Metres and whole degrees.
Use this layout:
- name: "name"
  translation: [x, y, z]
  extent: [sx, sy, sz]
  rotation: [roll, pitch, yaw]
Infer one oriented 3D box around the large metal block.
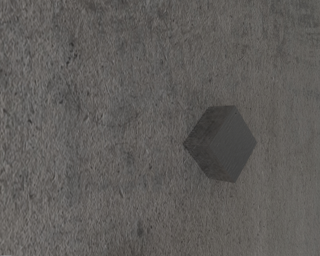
- name: "large metal block"
  translation: [0.092, 0.023, 0.466]
  extent: [0.080, 0.050, 0.080]
  rotation: [52, 59, -27]
